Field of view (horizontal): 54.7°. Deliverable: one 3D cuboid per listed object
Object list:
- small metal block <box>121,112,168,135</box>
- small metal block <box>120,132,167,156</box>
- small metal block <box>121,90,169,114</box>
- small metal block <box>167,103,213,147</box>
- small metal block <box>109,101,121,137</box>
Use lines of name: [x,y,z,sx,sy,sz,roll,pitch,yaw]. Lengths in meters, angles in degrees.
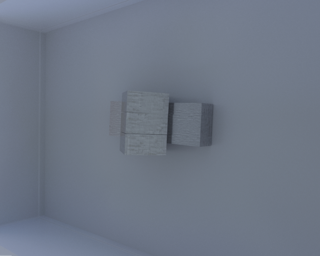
small metal block: [-0.021,-0.006,0.391,0.050,0.050,0.025,-172,84,-76]
small metal block: [-0.023,0.019,0.392,0.050,0.050,0.025,-172,84,-76]
small metal block: [-0.020,-0.031,0.389,0.050,0.050,0.025,-169,81,-76]
small metal block: [0.035,-0.005,0.375,0.050,0.025,0.050,4,93,39]
small metal block: [-0.045,-0.012,0.440,0.050,0.025,0.050,5,93,39]
